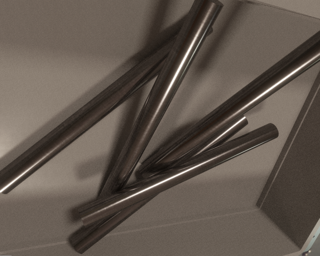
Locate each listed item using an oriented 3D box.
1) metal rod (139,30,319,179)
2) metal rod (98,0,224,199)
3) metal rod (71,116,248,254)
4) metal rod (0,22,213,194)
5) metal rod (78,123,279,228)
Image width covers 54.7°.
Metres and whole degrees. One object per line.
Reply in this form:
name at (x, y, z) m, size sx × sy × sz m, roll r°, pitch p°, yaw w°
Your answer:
metal rod at (0.080, -0.019, 0.365) m, size 0.025 × 0.025 × 0.299 m, roll 25°, pitch 129°, yaw -37°
metal rod at (-0.015, -0.004, 0.354) m, size 0.025 × 0.025 × 0.298 m, roll 6°, pitch 130°, yaw -31°
metal rod at (0.005, 0.074, 0.447) m, size 0.301 × 0.025 × 0.025 m, roll -37°, pitch 130°, yaw -9°
metal rod at (-0.063, -0.029, 0.357) m, size 0.301 × 0.025 × 0.025 m, roll -39°, pitch 130°, yaw -3°
metal rod at (0.038, 0.058, 0.425) m, size 0.302 × 0.025 × 0.025 m, roll -22°, pitch 127°, yaw -17°
